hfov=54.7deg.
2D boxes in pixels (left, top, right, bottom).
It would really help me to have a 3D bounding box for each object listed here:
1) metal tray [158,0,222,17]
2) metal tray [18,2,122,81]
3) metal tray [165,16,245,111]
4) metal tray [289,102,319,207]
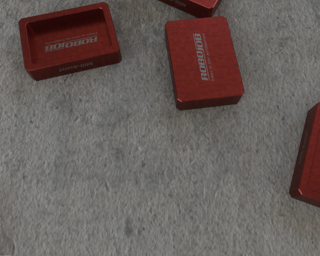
[{"bbox_3d":[0.040,-0.235,0.491,0.130,0.030,0.090,27,72,9],"label":"metal tray"},{"bbox_3d":[-0.129,-0.127,0.450,0.131,0.030,0.090,-14,71,-6],"label":"metal tray"},{"bbox_3d":[0.060,-0.094,0.441,0.091,0.030,0.129,-7,70,-3],"label":"metal tray"},{"bbox_3d":[0.227,0.039,0.393,0.090,0.030,0.130,20,71,6],"label":"metal tray"}]
